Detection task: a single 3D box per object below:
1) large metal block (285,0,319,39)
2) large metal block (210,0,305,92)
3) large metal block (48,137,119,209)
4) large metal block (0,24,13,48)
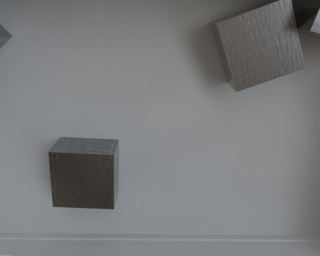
[{"bbox_3d":[0.193,-0.122,0.338,0.080,0.080,0.050,14,110,-6],"label":"large metal block"},{"bbox_3d":[0.112,-0.098,0.363,0.080,0.050,0.080,-19,109,7],"label":"large metal block"},{"bbox_3d":[-0.099,0.060,0.419,0.081,0.050,0.079,3,110,-1],"label":"large metal block"},{"bbox_3d":[-0.227,-0.113,0.338,0.050,0.080,0.080,-38,106,13],"label":"large metal block"}]
